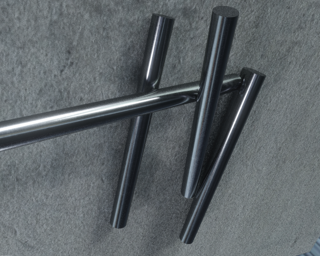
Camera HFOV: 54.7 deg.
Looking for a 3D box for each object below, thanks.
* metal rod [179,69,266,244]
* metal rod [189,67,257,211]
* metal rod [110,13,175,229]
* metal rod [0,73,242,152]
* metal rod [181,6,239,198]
[{"bbox_3d":[0.085,0.058,0.464,0.025,0.025,0.298,2,118,-30],"label":"metal rod"},{"bbox_3d":[0.090,0.051,0.489,0.025,0.025,0.298,1,118,-30],"label":"metal rod"},{"bbox_3d":[-0.029,0.010,0.398,0.025,0.025,0.298,-1,119,-29],"label":"metal rod"},{"bbox_3d":[-0.017,-0.027,0.343,0.303,0.025,0.025,-17,126,-34],"label":"metal rod"},{"bbox_3d":[0.054,-0.003,0.394,0.025,0.025,0.298,-16,138,-20],"label":"metal rod"}]
